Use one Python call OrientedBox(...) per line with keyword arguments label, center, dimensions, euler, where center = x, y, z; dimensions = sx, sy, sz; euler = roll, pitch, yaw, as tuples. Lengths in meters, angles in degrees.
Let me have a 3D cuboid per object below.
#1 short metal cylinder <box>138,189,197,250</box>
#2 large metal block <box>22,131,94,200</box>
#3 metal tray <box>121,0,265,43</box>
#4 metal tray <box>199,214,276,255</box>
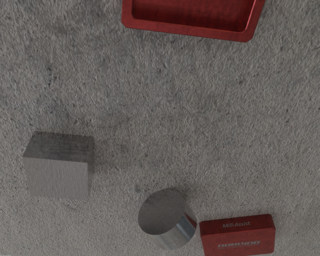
OrientedBox(label="short metal cylinder", center=(0.012, 0.145, 0.495), dimensions=(0.080, 0.080, 0.050), euler=(-20, 127, 16))
OrientedBox(label="large metal block", center=(-0.138, 0.054, 0.436), dimensions=(0.081, 0.050, 0.079), euler=(6, 130, -5))
OrientedBox(label="metal tray", center=(0.033, -0.135, 0.289), dimensions=(0.131, 0.030, 0.089), euler=(6, 130, -5))
OrientedBox(label="metal tray", center=(0.145, 0.206, 0.580), dimensions=(0.131, 0.030, 0.090), euler=(-9, 130, 7))
